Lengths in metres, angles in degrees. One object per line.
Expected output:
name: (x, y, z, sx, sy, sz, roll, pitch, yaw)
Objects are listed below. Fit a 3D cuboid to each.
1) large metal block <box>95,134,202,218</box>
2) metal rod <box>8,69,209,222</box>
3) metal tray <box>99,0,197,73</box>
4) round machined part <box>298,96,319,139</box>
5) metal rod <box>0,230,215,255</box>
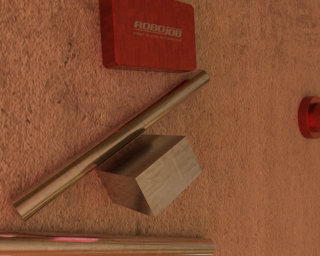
large metal block: (-0.014, 0.050, 0.360, 0.080, 0.080, 0.050, -37, 113, -34)
metal rod: (-0.036, 0.002, 0.375, 0.302, 0.025, 0.025, -38, 114, -34)
metal tray: (-0.010, -0.119, 0.394, 0.131, 0.030, 0.089, -5, 94, -40)
round machined part: (0.353, -0.024, 0.695, 0.099, 0.042, 0.097, 0, 90, -40)
metal rod: (-0.038, 0.143, 0.374, 0.302, 0.025, 0.025, 19, 78, -39)
